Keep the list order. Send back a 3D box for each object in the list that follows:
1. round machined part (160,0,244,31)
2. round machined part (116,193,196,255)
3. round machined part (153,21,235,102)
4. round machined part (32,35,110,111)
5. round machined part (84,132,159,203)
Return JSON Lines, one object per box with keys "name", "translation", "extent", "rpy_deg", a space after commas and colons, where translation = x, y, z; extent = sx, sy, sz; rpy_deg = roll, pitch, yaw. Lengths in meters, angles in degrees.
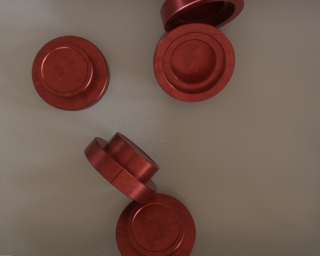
{"name": "round machined part", "translation": [0.048, -0.152, 0.376], "extent": [0.099, 0.098, 0.042], "rpy_deg": [-14, 84, 0]}
{"name": "round machined part", "translation": [-0.005, 0.127, 0.381], "extent": [0.099, 0.042, 0.098], "rpy_deg": [1, 58, -1]}
{"name": "round machined part", "translation": [0.041, -0.086, 0.391], "extent": [0.099, 0.042, 0.097], "rpy_deg": [-1, 116, -2]}
{"name": "round machined part", "translation": [-0.117, -0.072, 0.401], "extent": [0.099, 0.042, 0.097], "rpy_deg": [0, 90, -1]}
{"name": "round machined part", "translation": [-0.039, 0.042, 0.374], "extent": [0.098, 0.098, 0.042], "rpy_deg": [41, 89, -1]}
